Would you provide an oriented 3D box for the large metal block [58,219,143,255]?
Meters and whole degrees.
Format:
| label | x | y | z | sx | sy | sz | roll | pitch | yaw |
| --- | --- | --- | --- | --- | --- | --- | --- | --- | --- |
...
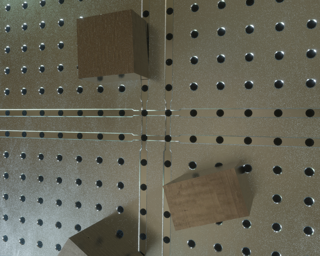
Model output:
| label | x | y | z | sx | sy | sz | roll | pitch | yaw |
| --- | --- | --- | --- | --- | --- | --- | --- | --- | --- |
| large metal block | -0.080 | 0.178 | 0.410 | 0.080 | 0.080 | 0.050 | 36 | 102 | 16 |

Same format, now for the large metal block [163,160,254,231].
| label | x | y | z | sx | sy | sz | roll | pitch | yaw |
| --- | --- | --- | --- | --- | --- | --- | --- | --- | --- |
| large metal block | 0.060 | 0.076 | 0.362 | 0.080 | 0.080 | 0.050 | -18 | 84 | 19 |

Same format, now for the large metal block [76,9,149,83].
| label | x | y | z | sx | sy | sz | roll | pitch | yaw |
| --- | --- | --- | --- | --- | --- | --- | --- | --- | --- |
| large metal block | -0.063 | -0.107 | 0.420 | 0.080 | 0.050 | 0.079 | -2 | 89 | 19 |
